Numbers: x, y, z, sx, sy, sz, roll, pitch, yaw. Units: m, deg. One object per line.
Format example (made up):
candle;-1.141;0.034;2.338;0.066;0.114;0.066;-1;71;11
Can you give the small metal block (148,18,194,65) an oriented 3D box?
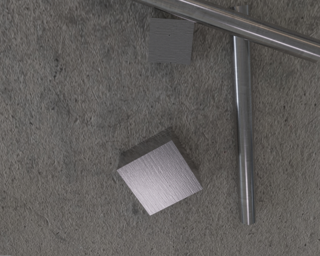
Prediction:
small metal block;0.013;-0.105;0.371;0.050;0.025;0.050;4;110;-2

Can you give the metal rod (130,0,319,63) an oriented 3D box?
metal rod;0.032;-0.132;0.342;0.301;0.025;0.025;19;109;0

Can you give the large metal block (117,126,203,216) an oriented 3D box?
large metal block;0.001;0.057;0.418;0.080;0.050;0.080;-29;108;10

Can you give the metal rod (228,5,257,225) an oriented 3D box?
metal rod;0.111;-0.003;0.409;0.025;0.025;0.298;-7;110;2
